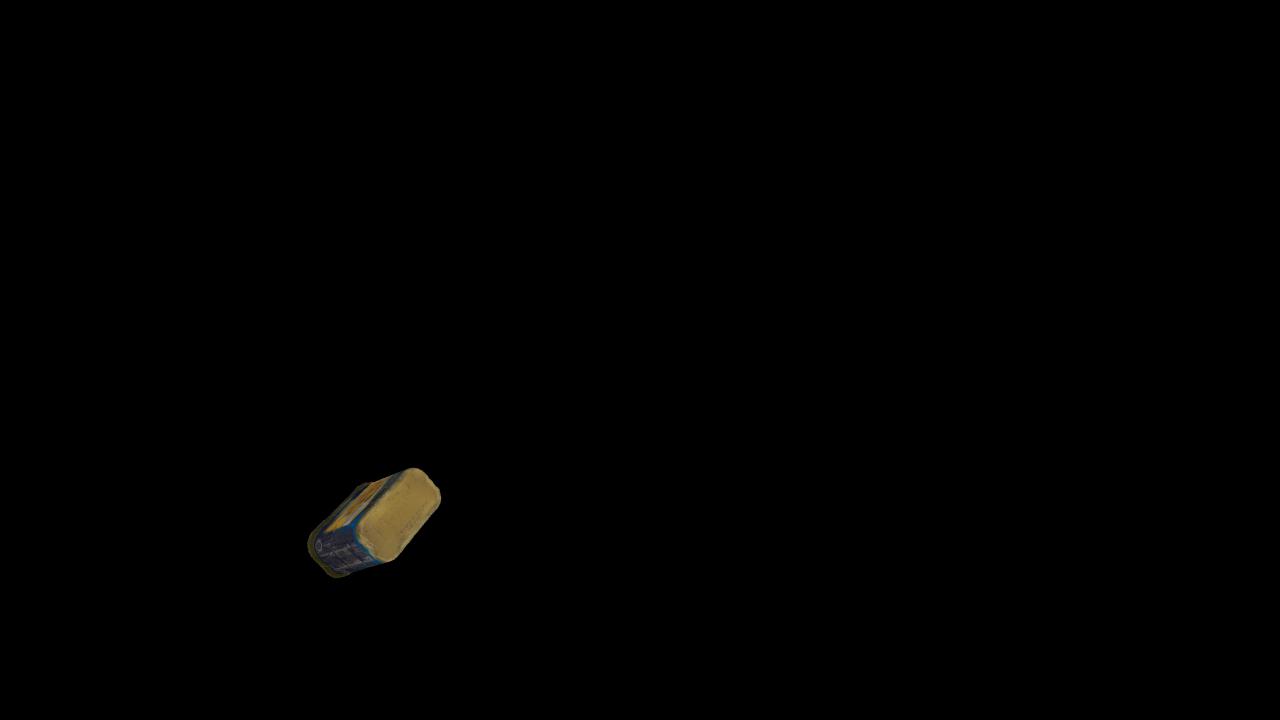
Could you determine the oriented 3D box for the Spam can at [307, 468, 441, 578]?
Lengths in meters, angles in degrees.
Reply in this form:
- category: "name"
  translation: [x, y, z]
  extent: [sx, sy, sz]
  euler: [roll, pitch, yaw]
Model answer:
- category: "Spam can"
  translation: [-0.261, 0.159, 0.613]
  extent: [0.085, 0.058, 0.101]
  euler: [-23, 21, 31]
